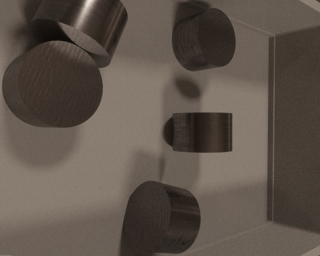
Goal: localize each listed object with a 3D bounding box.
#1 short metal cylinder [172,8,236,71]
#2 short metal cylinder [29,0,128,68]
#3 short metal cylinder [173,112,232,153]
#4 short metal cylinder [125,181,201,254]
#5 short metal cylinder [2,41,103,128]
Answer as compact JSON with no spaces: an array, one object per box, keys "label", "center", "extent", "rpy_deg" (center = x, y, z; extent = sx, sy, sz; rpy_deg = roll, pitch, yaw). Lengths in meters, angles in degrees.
[{"label":"short metal cylinder","center":[0.064,-0.125,0.446],"extent":[0.081,0.050,0.079],"rpy_deg":[0,90,-40]},{"label":"short metal cylinder","center":[-0.078,-0.102,0.306],"extent":[0.080,0.080,0.050],"rpy_deg":[30,72,-37]},{"label":"short metal cylinder","center":[0.057,0.005,0.421],"extent":[0.081,0.080,0.050],"rpy_deg":[0,91,-40]},{"label":"short metal cylinder","center":[0.002,0.108,0.375],"extent":[0.050,0.080,0.080],"rpy_deg":[23,76,-38]},{"label":"short metal cylinder","center":[-0.104,-0.040,0.304],"extent":[0.081,0.050,0.079],"rpy_deg":[0,90,-40]}]
